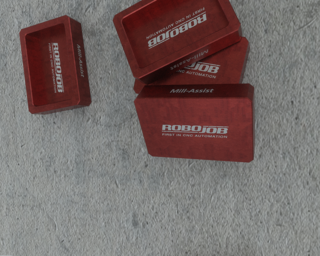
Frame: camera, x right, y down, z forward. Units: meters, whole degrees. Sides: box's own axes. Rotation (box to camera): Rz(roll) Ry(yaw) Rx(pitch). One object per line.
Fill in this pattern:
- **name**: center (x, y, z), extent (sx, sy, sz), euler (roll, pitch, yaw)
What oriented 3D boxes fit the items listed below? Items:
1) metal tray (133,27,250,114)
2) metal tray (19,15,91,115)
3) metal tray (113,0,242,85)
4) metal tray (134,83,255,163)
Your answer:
- **metal tray**: center (0.038, -0.075, 0.393), extent (0.130, 0.030, 0.089), euler (14, 95, 19)
- **metal tray**: center (-0.156, -0.090, 0.461), extent (0.090, 0.030, 0.129), euler (-9, 87, 19)
- **metal tray**: center (0.018, -0.119, 0.366), extent (0.130, 0.030, 0.090), euler (-24, 75, 13)
- **metal tray**: center (0.043, -0.005, 0.365), extent (0.130, 0.030, 0.089), euler (2, 128, 20)
